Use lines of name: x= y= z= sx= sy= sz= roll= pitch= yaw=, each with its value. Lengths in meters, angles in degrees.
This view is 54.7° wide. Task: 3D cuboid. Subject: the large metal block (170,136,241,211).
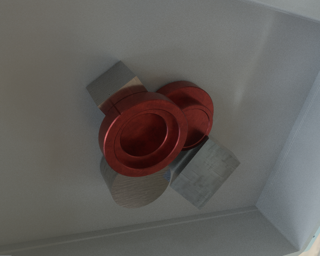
large metal block: x=0.061 y=0.056 z=0.432 sx=0.050 sy=0.080 sz=0.080 roll=39 pitch=97 yaw=2

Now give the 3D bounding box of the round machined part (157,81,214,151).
round machined part: x=0.030 y=-0.009 z=0.406 sx=0.099 sy=0.042 sz=0.097 roll=-14 pitch=125 yaw=-21

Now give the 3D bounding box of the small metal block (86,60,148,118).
small metal block: x=-0.048 y=-0.042 z=0.339 sx=0.050 sy=0.050 sz=0.025 roll=-39 pitch=130 yaw=-2

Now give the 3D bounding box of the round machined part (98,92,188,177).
round machined part: x=-0.022 y=0.004 z=0.350 sx=0.099 sy=0.042 sz=0.097 roll=-14 pitch=125 yaw=-21

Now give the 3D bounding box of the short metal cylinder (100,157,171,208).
short metal cylinder: x=-0.033 y=0.059 z=0.410 sx=0.081 sy=0.050 sz=0.079 roll=-14 pitch=125 yaw=-21
